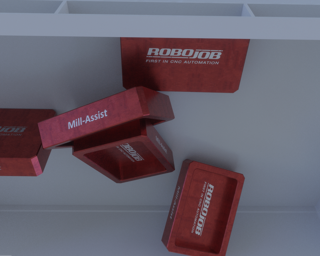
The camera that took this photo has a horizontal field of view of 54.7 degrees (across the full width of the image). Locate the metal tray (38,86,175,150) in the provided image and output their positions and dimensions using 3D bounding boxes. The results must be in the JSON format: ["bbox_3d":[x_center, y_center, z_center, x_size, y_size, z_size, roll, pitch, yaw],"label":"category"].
[{"bbox_3d":[-0.059,-0.008,0.356,0.130,0.030,0.090,-17,173,19],"label":"metal tray"}]

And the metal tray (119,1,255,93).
[{"bbox_3d":[0.025,-0.084,0.334,0.131,0.030,0.089,1,130,-2],"label":"metal tray"}]

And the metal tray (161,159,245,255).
[{"bbox_3d":[0.064,0.119,0.454,0.091,0.030,0.129,17,85,-14],"label":"metal tray"}]

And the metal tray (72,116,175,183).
[{"bbox_3d":[-0.041,0.032,0.401,0.090,0.030,0.130,-14,151,12],"label":"metal tray"}]

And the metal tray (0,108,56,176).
[{"bbox_3d":[-0.200,0.015,0.376,0.131,0.090,0.030,1,130,-1],"label":"metal tray"}]
